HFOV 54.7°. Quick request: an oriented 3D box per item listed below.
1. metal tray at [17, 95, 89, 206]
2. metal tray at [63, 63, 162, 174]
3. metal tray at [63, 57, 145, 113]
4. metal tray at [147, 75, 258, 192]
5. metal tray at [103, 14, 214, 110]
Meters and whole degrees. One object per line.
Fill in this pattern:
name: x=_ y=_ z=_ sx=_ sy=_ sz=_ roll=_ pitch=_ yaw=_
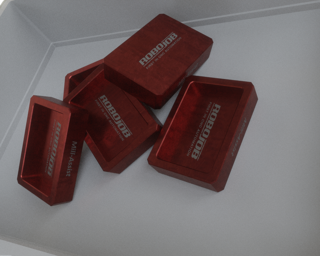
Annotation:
metal tray: x=-0.148 y=0.028 z=0.421 sx=0.090 sy=0.030 sz=0.129 roll=19 pitch=100 yaw=35
metal tray: x=-0.064 y=-0.016 z=0.414 sx=0.090 sy=0.030 sz=0.130 roll=-41 pitch=66 yaw=8
metal tray: x=-0.089 y=-0.065 z=0.485 sx=0.130 sy=0.030 sz=0.090 roll=-19 pitch=54 yaw=16
metal tray: x=0.052 y=0.001 z=0.371 sx=0.090 sy=0.030 sz=0.130 roll=13 pitch=68 yaw=33
metal tray: x=0.000 y=-0.093 z=0.412 sx=0.090 sy=0.030 sz=0.131 roll=33 pitch=59 yaw=15
